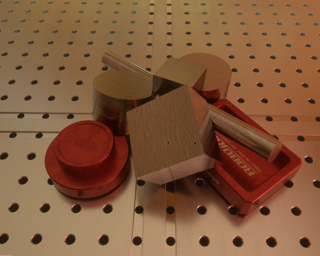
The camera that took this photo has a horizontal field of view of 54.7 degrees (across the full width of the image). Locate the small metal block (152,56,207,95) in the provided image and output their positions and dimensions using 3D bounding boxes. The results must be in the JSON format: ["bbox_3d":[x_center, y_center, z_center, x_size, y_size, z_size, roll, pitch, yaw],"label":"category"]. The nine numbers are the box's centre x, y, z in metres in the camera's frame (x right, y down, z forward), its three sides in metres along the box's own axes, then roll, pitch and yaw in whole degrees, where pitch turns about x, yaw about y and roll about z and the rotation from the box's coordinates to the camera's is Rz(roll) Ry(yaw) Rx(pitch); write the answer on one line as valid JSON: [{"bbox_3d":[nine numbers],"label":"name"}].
[{"bbox_3d":[0.025,-0.060,0.385,0.050,0.025,0.050,21,45,17],"label":"small metal block"}]

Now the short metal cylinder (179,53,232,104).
[{"bbox_3d":[0.057,-0.062,0.440,0.081,0.050,0.080,0,50,0],"label":"short metal cylinder"}]

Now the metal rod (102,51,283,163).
[{"bbox_3d":[0.018,-0.043,0.407,0.025,0.025,0.300,-35,49,-26],"label":"metal rod"}]

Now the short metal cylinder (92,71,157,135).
[{"bbox_3d":[-0.046,-0.035,0.401,0.081,0.050,0.080,7,33,-4],"label":"short metal cylinder"}]

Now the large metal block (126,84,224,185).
[{"bbox_3d":[0.015,0.010,0.344,0.080,0.050,0.080,-23,62,24],"label":"large metal block"}]

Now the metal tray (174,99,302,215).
[{"bbox_3d":[0.089,0.028,0.376,0.091,0.030,0.130,-29,56,-23],"label":"metal tray"}]

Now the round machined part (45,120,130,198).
[{"bbox_3d":[-0.086,0.029,0.366,0.099,0.042,0.098,0,50,0],"label":"round machined part"}]
